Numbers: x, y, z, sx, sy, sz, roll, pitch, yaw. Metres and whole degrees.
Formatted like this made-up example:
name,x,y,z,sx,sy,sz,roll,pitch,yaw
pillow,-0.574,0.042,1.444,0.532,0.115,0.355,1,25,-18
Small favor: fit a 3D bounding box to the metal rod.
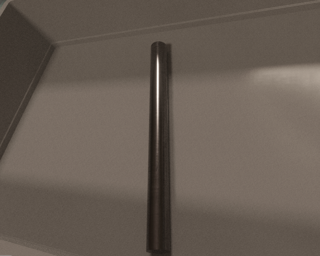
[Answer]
name,x,y,z,sx,sy,sz,roll,pitch,yaw
metal rod,-0.002,0.002,0.403,0.025,0.025,0.299,-13,56,20
